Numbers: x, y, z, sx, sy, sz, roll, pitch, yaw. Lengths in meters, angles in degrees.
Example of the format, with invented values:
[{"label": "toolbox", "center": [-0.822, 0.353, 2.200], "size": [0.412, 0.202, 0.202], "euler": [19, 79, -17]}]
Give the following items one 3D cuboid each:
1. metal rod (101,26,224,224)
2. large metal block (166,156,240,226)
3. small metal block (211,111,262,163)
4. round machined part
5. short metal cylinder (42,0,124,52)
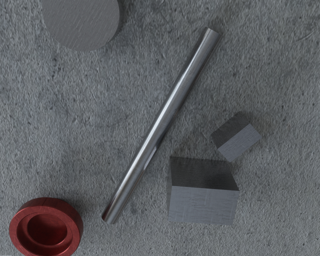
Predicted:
[{"label": "metal rod", "center": [-0.005, 0.009, 0.413], "size": [0.025, 0.025, 0.298], "euler": [26, 108, -10]}, {"label": "large metal block", "center": [0.052, 0.081, 0.411], "size": [0.081, 0.080, 0.050], "euler": [5, 110, -2]}, {"label": "small metal block", "center": [0.097, 0.010, 0.402], "size": [0.050, 0.050, 0.025], "euler": [-41, 106, 13]}, {"label": "round machined part", "center": [-0.161, 0.142, 0.451], "size": [0.099, 0.042, 0.097], "euler": [0, 110, -1]}, {"label": "short metal cylinder", "center": [-0.083, -0.129, 0.348], "size": [0.081, 0.050, 0.079], "euler": [0, 110, -1]}]
